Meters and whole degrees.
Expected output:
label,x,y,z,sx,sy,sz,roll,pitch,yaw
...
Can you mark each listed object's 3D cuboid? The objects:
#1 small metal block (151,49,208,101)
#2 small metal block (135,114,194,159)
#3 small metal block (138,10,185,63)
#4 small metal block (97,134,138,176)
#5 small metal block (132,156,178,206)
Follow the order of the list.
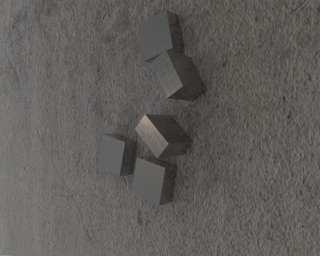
label,x,y,z,sx,sy,sz,roll,pitch,yaw
small metal block,0.024,-0.061,0.369,0.025,0.050,0.050,-36,68,34
small metal block,0.006,0.009,0.384,0.050,0.050,0.025,51,120,28
small metal block,0.001,-0.117,0.404,0.050,0.025,0.050,-15,81,39
small metal block,-0.063,0.038,0.457,0.050,0.025,0.050,17,101,38
small metal block,-0.008,0.069,0.412,0.050,0.025,0.050,15,99,39
